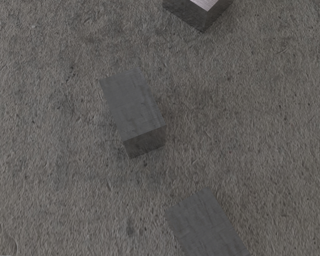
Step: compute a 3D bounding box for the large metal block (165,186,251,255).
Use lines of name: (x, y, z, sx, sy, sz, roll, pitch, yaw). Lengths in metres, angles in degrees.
large metal block: (0.047, 0.116, 0.336, 0.050, 0.080, 0.080, -28, 73, -10)

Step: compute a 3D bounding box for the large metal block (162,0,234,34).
large metal block: (0.061, -0.205, 0.470, 0.080, 0.050, 0.080, 38, 74, 12)

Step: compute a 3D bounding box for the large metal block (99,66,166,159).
large metal block: (-0.032, -0.016, 0.384, 0.050, 0.080, 0.080, -21, 72, -7)
